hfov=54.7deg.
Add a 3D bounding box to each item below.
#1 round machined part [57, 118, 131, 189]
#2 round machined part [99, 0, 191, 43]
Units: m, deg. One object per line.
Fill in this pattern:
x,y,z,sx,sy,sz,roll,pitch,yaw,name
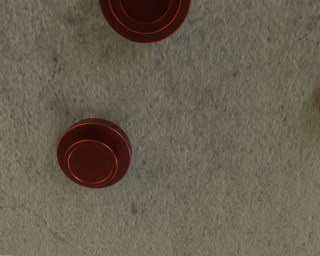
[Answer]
-0.088,0.039,0.414,0.099,0.042,0.097,0,110,-1,round machined part
-0.016,-0.147,0.346,0.099,0.042,0.097,0,110,-1,round machined part
